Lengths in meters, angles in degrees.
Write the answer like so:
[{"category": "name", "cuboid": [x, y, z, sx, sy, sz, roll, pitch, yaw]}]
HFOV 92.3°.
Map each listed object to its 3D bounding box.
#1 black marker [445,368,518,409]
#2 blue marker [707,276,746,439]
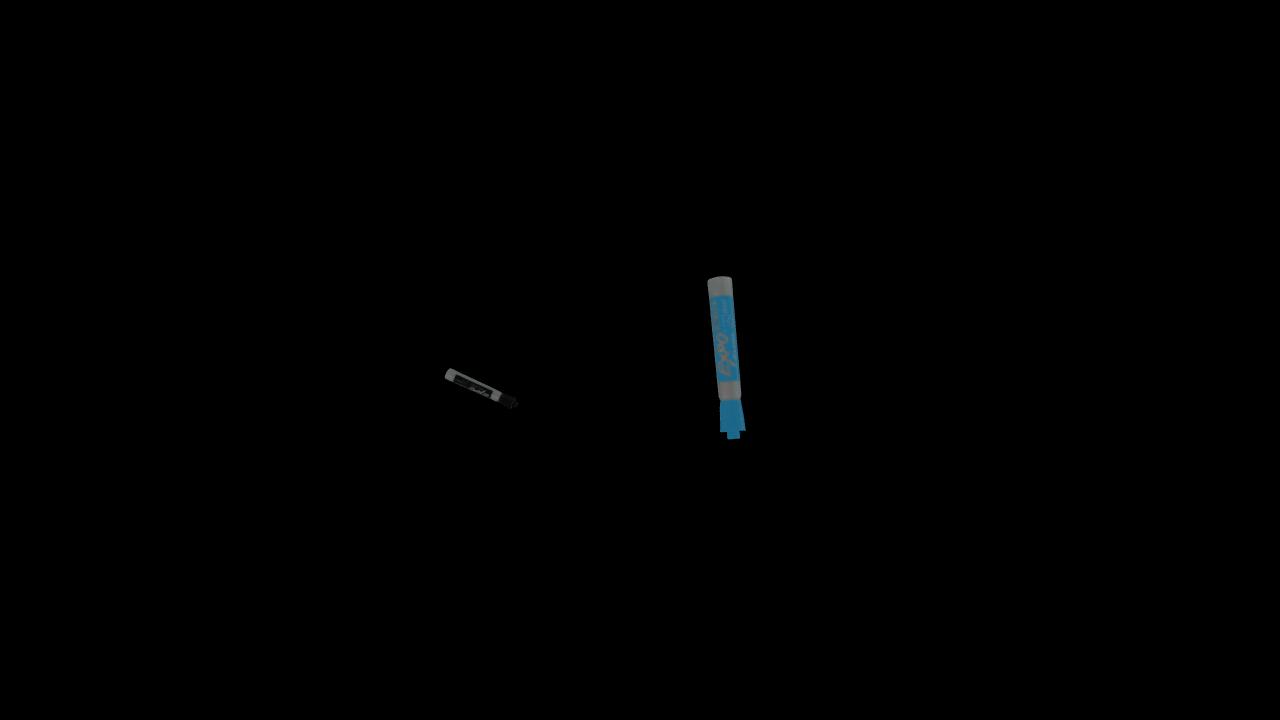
[{"category": "black marker", "cuboid": [-0.249, 0.046, 0.970, 0.121, 0.020, 0.020, 25, 1, 1]}, {"category": "blue marker", "cuboid": [0.064, -0.002, 0.459, 0.020, 0.121, 0.020, -4, -8, -1]}]
